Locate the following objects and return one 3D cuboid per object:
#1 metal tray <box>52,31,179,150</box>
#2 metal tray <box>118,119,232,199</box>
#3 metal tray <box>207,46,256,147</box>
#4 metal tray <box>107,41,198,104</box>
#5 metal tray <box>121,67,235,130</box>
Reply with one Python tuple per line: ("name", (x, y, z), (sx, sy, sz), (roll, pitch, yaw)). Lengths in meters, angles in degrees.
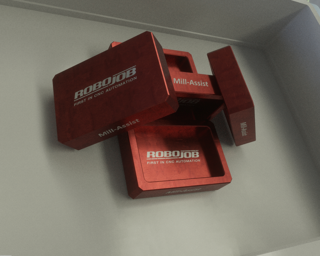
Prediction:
("metal tray", (-0.053, -0.039, 0.340), (0.030, 0.130, 0.090), (41, 32, -60))
("metal tray", (0.019, 0.035, 0.387), (0.131, 0.030, 0.090), (1, 61, -29))
("metal tray", (0.100, -0.038, 0.421), (0.030, 0.130, 0.090), (-19, 64, 10))
("metal tray", (-0.006, -0.071, 0.440), (0.131, 0.030, 0.090), (0, 62, -29))
("metal tray", (0.016, -0.031, 0.390), (0.131, 0.090, 0.030), (1, 62, -29))
